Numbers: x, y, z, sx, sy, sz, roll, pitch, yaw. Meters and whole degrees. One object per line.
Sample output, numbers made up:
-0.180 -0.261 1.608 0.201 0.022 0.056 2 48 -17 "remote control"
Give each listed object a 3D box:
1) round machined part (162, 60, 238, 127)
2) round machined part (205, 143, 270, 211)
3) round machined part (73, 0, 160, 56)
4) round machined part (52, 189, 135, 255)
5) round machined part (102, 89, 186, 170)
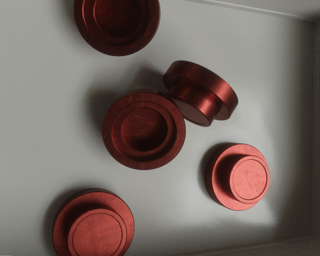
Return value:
0.044 -0.037 0.389 0.098 0.098 0.042 37 78 -17 "round machined part"
0.118 0.071 0.447 0.099 0.042 0.097 0 90 -21 "round machined part"
-0.048 -0.137 0.370 0.099 0.042 0.097 1 108 3 "round machined part"
-0.078 0.125 0.374 0.099 0.042 0.097 0 90 -21 "round machined part"
-0.019 -0.001 0.383 0.099 0.042 0.097 -1 108 -2 "round machined part"
